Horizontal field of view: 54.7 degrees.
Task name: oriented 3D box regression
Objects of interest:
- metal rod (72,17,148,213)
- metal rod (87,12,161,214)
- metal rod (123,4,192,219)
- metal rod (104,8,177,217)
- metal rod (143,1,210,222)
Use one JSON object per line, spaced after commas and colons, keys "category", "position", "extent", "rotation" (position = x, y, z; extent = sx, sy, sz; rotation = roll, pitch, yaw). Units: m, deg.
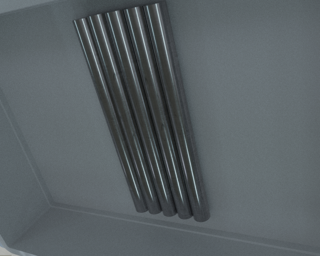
{"category": "metal rod", "position": [-0.061, -0.002, 0.438], "extent": [0.025, 0.025, 0.298], "rotation": [0, 119, 28]}
{"category": "metal rod", "position": [-0.040, -0.003, 0.426], "extent": [0.025, 0.025, 0.298], "rotation": [0, 119, 28]}
{"category": "metal rod", "position": [0.006, -0.002, 0.403], "extent": [0.025, 0.025, 0.298], "rotation": [0, 119, 28]}
{"category": "metal rod", "position": [-0.017, -0.003, 0.415], "extent": [0.025, 0.025, 0.298], "rotation": [0, 119, 28]}
{"category": "metal rod", "position": [0.028, -0.002, 0.391], "extent": [0.025, 0.025, 0.298], "rotation": [0, 119, 28]}
